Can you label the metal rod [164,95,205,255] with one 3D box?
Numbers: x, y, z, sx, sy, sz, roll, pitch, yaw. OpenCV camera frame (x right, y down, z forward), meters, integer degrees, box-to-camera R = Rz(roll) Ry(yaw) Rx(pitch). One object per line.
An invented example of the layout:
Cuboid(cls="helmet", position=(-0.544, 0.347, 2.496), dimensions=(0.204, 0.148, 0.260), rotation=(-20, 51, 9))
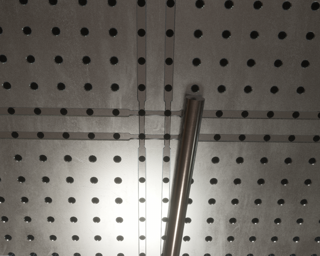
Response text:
Cuboid(cls="metal rod", position=(0.030, 0.100, 0.450), dimensions=(0.025, 0.025, 0.298), rotation=(6, 110, -3))
